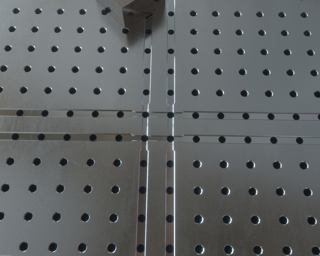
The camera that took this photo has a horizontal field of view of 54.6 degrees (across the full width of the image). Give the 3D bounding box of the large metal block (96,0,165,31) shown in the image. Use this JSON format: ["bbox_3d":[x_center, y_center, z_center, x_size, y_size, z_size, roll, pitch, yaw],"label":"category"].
[{"bbox_3d":[-0.048,-0.212,0.476,0.080,0.050,0.080,-38,75,-13],"label":"large metal block"}]
